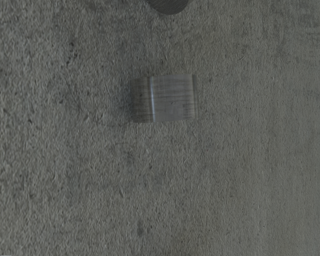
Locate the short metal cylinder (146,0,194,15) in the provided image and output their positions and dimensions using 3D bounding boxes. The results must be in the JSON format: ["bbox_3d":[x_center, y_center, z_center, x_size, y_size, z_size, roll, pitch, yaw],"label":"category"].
[{"bbox_3d":[0.016,-0.189,0.381,0.050,0.080,0.080,-50,120,-28],"label":"short metal cylinder"}]

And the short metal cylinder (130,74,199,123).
[{"bbox_3d":[0.006,-0.035,0.374,0.081,0.080,0.050,-8,95,-40],"label":"short metal cylinder"}]
